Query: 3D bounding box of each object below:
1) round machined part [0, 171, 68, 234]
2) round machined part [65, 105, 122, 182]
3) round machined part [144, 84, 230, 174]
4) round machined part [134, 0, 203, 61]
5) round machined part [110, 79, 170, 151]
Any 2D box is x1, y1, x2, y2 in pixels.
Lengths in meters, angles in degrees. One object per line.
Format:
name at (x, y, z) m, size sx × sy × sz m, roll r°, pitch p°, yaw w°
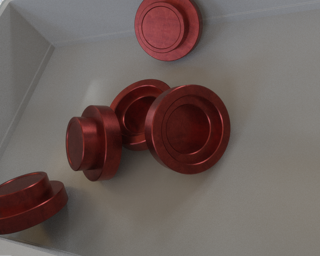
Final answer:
round machined part at (-0.172, 0.088, 0.393) m, size 0.099 × 0.042 × 0.098 m, roll -13°, pitch 13°, yaw 3°
round machined part at (-0.090, 0.019, 0.395) m, size 0.098 × 0.042 × 0.097 m, roll 1°, pitch 91°, yaw 56°
round machined part at (0.028, 0.001, 0.353) m, size 0.098 × 0.098 × 0.042 m, roll -56°, pitch 22°, yaw -12°
round machined part at (0.008, -0.144, 0.440) m, size 0.098 × 0.097 × 0.042 m, roll -8°, pitch 18°, yaw 24°
round machined part at (-0.018, -0.013, 0.411) m, size 0.098 × 0.042 × 0.098 m, roll -13°, pitch 56°, yaw 20°
